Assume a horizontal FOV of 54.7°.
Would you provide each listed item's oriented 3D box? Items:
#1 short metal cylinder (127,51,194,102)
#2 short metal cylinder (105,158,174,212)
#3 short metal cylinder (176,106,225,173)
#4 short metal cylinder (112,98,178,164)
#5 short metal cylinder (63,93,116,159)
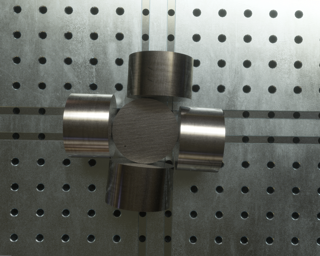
[{"bbox_3d":[0.000,-0.061,0.385,0.081,0.080,0.050,3,90,0],"label":"short metal cylinder"},{"bbox_3d":[-0.025,0.068,0.384,0.080,0.080,0.050,6,90,0],"label":"short metal cylinder"},{"bbox_3d":[0.047,0.014,0.386,0.050,0.080,0.080,4,90,0],"label":"short metal cylinder"},{"bbox_3d":[-0.018,0.004,0.401,0.081,0.050,0.080,0,90,-2],"label":"short metal cylinder"},{"bbox_3d":[-0.084,-0.003,0.385,0.050,0.080,0.079,2,90,-1],"label":"short metal cylinder"}]
